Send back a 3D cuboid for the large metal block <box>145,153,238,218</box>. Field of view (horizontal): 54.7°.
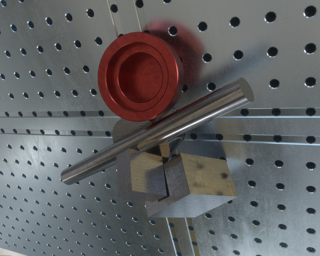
[{"bbox_3d":[0.036,0.076,0.393,0.081,0.050,0.080,13,142,-37],"label":"large metal block"}]

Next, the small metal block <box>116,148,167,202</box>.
[{"bbox_3d":[-0.022,0.056,0.361,0.050,0.050,0.025,19,142,-39],"label":"small metal block"}]

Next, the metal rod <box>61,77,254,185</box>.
[{"bbox_3d":[-0.029,0.019,0.371,0.299,0.025,0.025,-27,104,37],"label":"metal rod"}]

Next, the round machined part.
[{"bbox_3d":[-0.019,-0.058,0.358,0.098,0.042,0.097,3,97,22],"label":"round machined part"}]

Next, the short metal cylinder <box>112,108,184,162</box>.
[{"bbox_3d":[-0.014,0.009,0.406,0.080,0.050,0.079,13,124,20],"label":"short metal cylinder"}]
